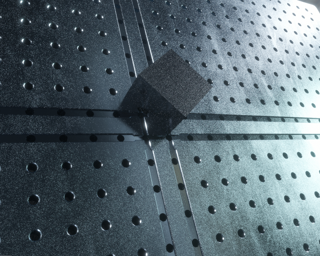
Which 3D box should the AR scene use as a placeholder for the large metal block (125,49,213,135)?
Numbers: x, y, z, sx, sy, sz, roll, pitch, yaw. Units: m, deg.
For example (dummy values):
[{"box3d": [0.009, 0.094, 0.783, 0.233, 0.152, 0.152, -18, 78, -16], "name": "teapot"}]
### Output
[{"box3d": [0.014, -0.051, 0.433, 0.080, 0.050, 0.080, 43, 51, 1], "name": "large metal block"}]
